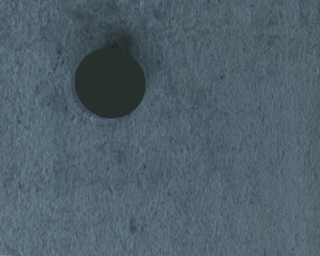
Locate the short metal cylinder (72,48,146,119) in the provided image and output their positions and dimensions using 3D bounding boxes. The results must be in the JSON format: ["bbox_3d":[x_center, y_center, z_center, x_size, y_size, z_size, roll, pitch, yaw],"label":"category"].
[{"bbox_3d":[-0.063,-0.051,0.373,0.081,0.050,0.079,0,90,-21],"label":"short metal cylinder"}]
